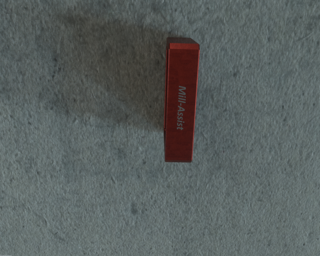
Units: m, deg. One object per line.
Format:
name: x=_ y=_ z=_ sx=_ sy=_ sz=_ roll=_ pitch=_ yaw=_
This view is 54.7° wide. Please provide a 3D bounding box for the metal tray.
metal tray: x=0.022 y=-0.036 z=0.362 sx=0.030 sy=0.090 sz=0.129 roll=1 pitch=110 yaw=-1
